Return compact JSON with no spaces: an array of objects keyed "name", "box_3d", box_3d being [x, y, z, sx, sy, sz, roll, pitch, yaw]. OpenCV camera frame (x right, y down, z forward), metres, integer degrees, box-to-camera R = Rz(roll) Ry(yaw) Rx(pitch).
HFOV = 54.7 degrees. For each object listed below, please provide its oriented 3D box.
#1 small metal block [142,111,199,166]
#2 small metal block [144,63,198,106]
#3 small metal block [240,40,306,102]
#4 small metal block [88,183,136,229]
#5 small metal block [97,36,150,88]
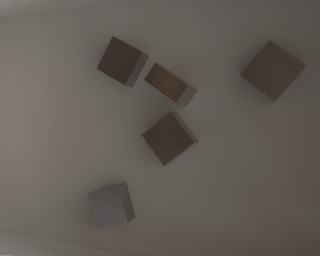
[{"name":"small metal block","box_3d":[0.014,0.014,0.406,0.050,0.025,0.050,-39,78,15]},{"name":"small metal block","box_3d":[0.015,-0.054,0.392,0.050,0.050,0.025,38,102,16]},{"name":"small metal block","box_3d":[0.132,-0.066,0.364,0.050,0.025,0.050,42,103,15]},{"name":"small metal block","box_3d":[-0.068,0.109,0.434,0.050,0.025,0.050,-17,85,19]},{"name":"small metal block","box_3d":[-0.051,-0.091,0.429,0.050,0.025,0.050,32,100,17]}]
